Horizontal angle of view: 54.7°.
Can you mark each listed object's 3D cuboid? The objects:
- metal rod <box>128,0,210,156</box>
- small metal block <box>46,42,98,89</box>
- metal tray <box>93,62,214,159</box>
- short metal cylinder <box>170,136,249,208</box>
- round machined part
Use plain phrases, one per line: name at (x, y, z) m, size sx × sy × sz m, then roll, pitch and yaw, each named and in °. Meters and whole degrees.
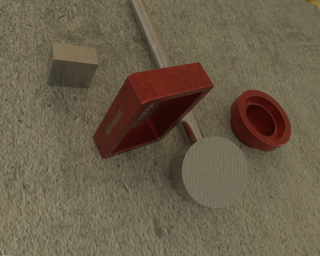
metal rod at (0.008, -0.087, 0.462) m, size 0.025 × 0.025 × 0.299 m, roll -8°, pitch 66°, yaw -32°
small metal block at (-0.108, -0.074, 0.376) m, size 0.050 × 0.050 × 0.025 m, roll 1°, pitch 61°, yaw -28°
metal tray at (-0.012, -0.016, 0.341) m, size 0.091 × 0.129 × 0.030 m, roll -17°, pitch 71°, yaw -35°
short metal cylinder at (0.057, 0.052, 0.370) m, size 0.081 × 0.050 × 0.080 m, roll 2°, pitch 81°, yaw -14°
round machined part at (0.150, -0.008, 0.481) m, size 0.099 × 0.042 × 0.098 m, roll 14°, pitch 56°, yaw -21°
